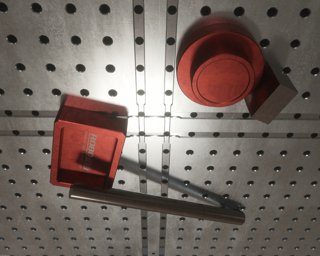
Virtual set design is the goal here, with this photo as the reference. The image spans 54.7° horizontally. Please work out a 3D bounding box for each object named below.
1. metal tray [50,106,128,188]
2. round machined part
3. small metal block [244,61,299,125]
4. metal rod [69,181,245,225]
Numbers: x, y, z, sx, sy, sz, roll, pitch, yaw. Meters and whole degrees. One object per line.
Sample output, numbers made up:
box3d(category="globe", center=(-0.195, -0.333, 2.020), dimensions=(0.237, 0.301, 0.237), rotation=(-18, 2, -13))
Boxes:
box3d(category="metal tray", center=(-0.103, 0.036, 0.437), dimensions=(0.091, 0.030, 0.129), rotation=(11, 129, -10))
box3d(category="round machined part", center=(0.068, -0.062, 0.349), dimensions=(0.099, 0.042, 0.097), rotation=(0, 130, 0))
box3d(category="small metal block", center=(0.126, -0.041, 0.362), dimensions=(0.025, 0.050, 0.050), rotation=(21, 127, -17))
box3d(category="metal rod", center=(0.010, 0.123, 0.492), dimensions=(0.302, 0.025, 0.025), rotation=(16, 129, -23))
